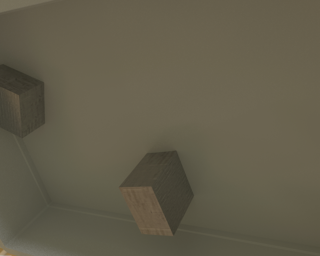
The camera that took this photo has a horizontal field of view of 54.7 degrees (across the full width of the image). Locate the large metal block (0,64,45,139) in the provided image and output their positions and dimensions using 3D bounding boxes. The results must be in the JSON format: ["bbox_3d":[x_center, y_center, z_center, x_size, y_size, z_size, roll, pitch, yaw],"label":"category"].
[{"bbox_3d":[-0.231,-0.043,0.485,0.080,0.050,0.079,24,127,13],"label":"large metal block"}]

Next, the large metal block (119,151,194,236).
[{"bbox_3d":[-0.001,0.088,0.427,0.050,0.080,0.080,-8,114,31],"label":"large metal block"}]
